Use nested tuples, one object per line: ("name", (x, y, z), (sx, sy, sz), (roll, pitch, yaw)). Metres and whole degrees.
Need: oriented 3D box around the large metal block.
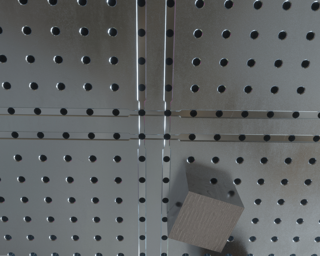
("large metal block", (0.062, 0.121, 0.446), (0.080, 0.050, 0.079), (18, 109, -7))
